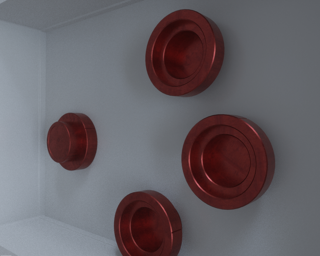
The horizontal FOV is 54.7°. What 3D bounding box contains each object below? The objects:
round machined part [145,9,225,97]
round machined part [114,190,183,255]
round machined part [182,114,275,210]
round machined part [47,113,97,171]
[{"bbox_3d":[0.033,-0.085,0.367,0.098,0.042,0.097,0,90,39],"label":"round machined part"},{"bbox_3d":[-0.011,0.129,0.401,0.098,0.042,0.097,-2,86,39],"label":"round machined part"},{"bbox_3d":[0.075,0.034,0.333,0.098,0.042,0.097,0,90,39],"label":"round machined part"},{"bbox_3d":[-0.153,0.023,0.519,0.098,0.042,0.097,0,90,39],"label":"round machined part"}]
